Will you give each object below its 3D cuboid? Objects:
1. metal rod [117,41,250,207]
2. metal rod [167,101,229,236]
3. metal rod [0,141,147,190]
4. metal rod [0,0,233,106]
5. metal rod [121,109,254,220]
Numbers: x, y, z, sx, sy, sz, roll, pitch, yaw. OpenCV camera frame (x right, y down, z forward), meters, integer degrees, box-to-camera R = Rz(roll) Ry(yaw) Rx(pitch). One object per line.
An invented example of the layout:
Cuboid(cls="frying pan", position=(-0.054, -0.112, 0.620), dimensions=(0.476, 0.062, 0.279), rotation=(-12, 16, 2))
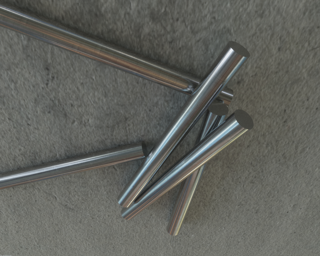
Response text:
Cuboid(cls="metal rod", position=(0.011, 0.018, 0.395), dimensions=(0.025, 0.025, 0.298), rotation=(21, 131, -17))
Cuboid(cls="metal rod", position=(0.046, 0.081, 0.460), dimensions=(0.025, 0.025, 0.298), rotation=(6, 135, -6))
Cuboid(cls="metal rod", position=(-0.166, 0.064, 0.458), dimensions=(0.301, 0.025, 0.025), rotation=(-13, 129, 10))
Cuboid(cls="metal rod", position=(-0.056, -0.081, 0.337), dimensions=(0.302, 0.025, 0.025), rotation=(18, 128, -16))
Cuboid(cls="metal rod", position=(0.016, 0.068, 0.426), dimensions=(0.025, 0.025, 0.298), rotation=(23, 138, -19))
